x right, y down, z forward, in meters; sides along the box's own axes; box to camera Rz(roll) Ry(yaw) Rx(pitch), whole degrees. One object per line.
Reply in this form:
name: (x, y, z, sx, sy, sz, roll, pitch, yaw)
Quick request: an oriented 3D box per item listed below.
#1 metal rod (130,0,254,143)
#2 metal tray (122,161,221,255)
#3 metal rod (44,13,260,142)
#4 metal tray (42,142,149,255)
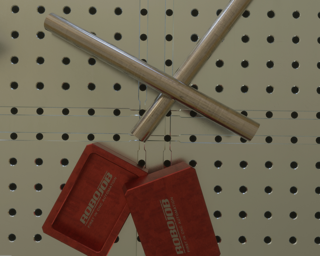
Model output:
metal rod: (0.061, -0.107, 0.414, 0.025, 0.025, 0.299, 37, 90, -1)
metal tray: (0.015, 0.119, 0.393, 0.091, 0.030, 0.129, -19, 100, -10)
metal rod: (-0.016, -0.068, 0.392, 0.301, 0.025, 0.025, 30, 90, 8)
metal tray: (-0.082, 0.095, 0.409, 0.090, 0.030, 0.130, 28, 90, -1)
